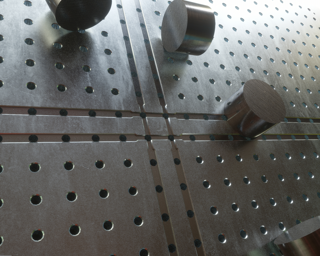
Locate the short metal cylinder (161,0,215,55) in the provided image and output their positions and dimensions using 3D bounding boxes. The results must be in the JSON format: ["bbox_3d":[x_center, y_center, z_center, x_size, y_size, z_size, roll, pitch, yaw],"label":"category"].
[{"bbox_3d":[0.043,-0.158,0.492,0.050,0.080,0.080,0,62,-28],"label":"short metal cylinder"}]

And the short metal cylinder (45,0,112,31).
[{"bbox_3d":[-0.113,-0.179,0.421,0.081,0.080,0.050,-19,72,-35],"label":"short metal cylinder"}]

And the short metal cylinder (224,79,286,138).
[{"bbox_3d":[0.149,-0.030,0.491,0.081,0.050,0.080,14,56,-21],"label":"short metal cylinder"}]

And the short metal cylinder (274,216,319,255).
[{"bbox_3d":[0.192,0.149,0.385,0.081,0.080,0.050,-17,71,-35],"label":"short metal cylinder"}]
